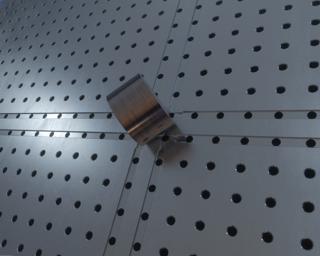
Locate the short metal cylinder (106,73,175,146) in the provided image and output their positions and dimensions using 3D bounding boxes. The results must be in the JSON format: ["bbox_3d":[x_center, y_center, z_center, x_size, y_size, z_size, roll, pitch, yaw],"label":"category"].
[{"bbox_3d":[-0.024,-0.023,0.397,0.050,0.080,0.080,-35,52,5],"label":"short metal cylinder"}]
